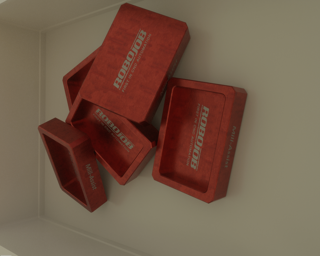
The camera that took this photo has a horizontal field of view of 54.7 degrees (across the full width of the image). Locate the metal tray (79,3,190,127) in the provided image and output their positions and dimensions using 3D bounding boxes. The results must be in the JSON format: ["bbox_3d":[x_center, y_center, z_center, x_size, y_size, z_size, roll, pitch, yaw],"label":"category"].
[{"bbox_3d":[-0.030,-0.078,0.379,0.090,0.030,0.130,24,86,14],"label":"metal tray"}]

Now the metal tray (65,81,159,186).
[{"bbox_3d":[-0.066,0.003,0.426,0.130,0.030,0.089,45,124,14],"label":"metal tray"}]

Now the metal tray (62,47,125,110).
[{"bbox_3d":[-0.095,-0.064,0.477,0.130,0.030,0.090,-26,74,36],"label":"metal tray"}]

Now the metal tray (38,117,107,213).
[{"bbox_3d":[-0.131,0.056,0.468,0.090,0.030,0.129,22,133,37],"label":"metal tray"}]

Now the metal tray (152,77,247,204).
[{"bbox_3d":[0.043,0.011,0.364,0.090,0.030,0.129,16,100,38],"label":"metal tray"}]
